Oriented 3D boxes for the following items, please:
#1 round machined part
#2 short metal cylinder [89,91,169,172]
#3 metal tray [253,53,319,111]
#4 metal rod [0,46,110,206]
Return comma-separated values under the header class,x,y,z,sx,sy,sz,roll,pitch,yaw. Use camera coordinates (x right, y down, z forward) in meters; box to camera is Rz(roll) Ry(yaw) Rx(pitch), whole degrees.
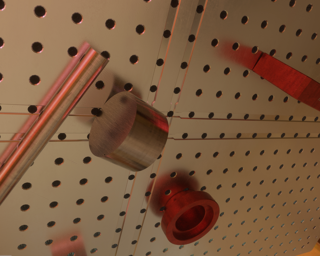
class,x,y,z,sx,sy,sz,roll,pitch,yaw
round machined part,0.046,0.142,0.513,0.099,0.042,0.097,-14,124,-21
short metal cylinder,-0.037,0.005,0.358,0.050,0.080,0.080,31,101,-38
metal tray,0.206,-0.057,0.444,0.131,0.090,0.030,16,114,-35
metal rod,-0.157,0.036,0.347,0.025,0.025,0.299,33,100,-38
